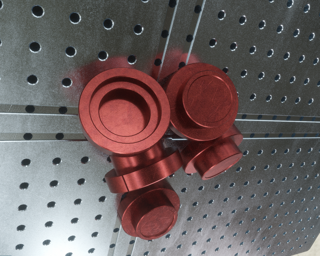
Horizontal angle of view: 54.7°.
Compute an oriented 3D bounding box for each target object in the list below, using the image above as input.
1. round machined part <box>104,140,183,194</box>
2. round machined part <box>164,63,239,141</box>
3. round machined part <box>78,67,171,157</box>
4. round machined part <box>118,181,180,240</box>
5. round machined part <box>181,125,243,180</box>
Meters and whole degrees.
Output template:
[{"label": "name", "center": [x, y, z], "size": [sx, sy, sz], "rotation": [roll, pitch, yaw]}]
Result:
[{"label": "round machined part", "center": [-0.024, 0.041, 0.389], "size": [0.099, 0.098, 0.042], "rotation": [-22, 94, -16]}, {"label": "round machined part", "center": [0.053, -0.033, 0.380], "size": [0.099, 0.042, 0.097], "rotation": [1, 86, -16]}, {"label": "round machined part", "center": [-0.041, -0.015, 0.348], "size": [0.099, 0.098, 0.042], "rotation": [-18, 169, -19]}, {"label": "round machined part", "center": [-0.012, 0.133, 0.478], "size": [0.099, 0.042, 0.097], "rotation": [-14, 125, -21]}, {"label": "round machined part", "center": [0.078, 0.039, 0.444], "size": [0.099, 0.042, 0.098], "rotation": [-25, 155, -12]}]
